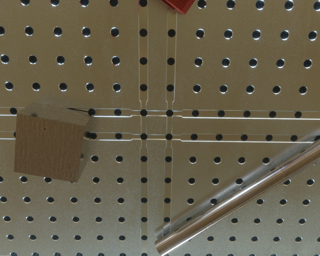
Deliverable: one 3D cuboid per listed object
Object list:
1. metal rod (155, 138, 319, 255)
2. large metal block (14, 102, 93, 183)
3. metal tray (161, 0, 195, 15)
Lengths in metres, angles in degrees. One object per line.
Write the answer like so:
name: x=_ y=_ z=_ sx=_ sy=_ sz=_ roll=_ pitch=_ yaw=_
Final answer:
metal rod: x=0.119 y=0.102 z=0.451 sx=0.300 sy=0.025 sz=0.025 roll=-36 pitch=106 yaw=12
large metal block: x=-0.138 y=0.018 z=0.405 sx=0.081 sy=0.050 sz=0.079 roll=11 pitch=110 yaw=-4
metal tray: x=-0.021 y=-0.168 z=0.316 sx=0.130 sy=0.090 sz=0.030 roll=34 pitch=107 yaw=-12
